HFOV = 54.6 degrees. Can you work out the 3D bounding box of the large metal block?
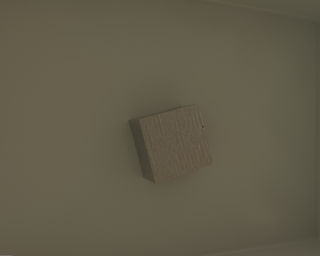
[{"bbox_3d":[0.013,0.018,0.402,0.081,0.050,0.080,-16,96,-19],"label":"large metal block"}]
